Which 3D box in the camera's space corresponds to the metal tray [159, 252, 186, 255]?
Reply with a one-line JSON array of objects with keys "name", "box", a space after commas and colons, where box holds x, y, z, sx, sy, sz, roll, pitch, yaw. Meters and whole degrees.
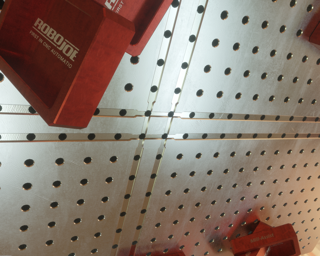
[{"name": "metal tray", "box": [-0.014, 0.281, 0.573, 0.131, 0.030, 0.089, 5, 116, -31]}]

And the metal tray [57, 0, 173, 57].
[{"name": "metal tray", "box": [-0.028, -0.147, 0.300, 0.090, 0.030, 0.129, 24, 105, -37]}]

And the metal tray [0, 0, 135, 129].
[{"name": "metal tray", "box": [-0.087, -0.070, 0.250, 0.030, 0.130, 0.090, 9, 115, -54]}]

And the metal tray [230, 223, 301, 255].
[{"name": "metal tray", "box": [0.224, 0.253, 0.656, 0.130, 0.030, 0.090, -20, 130, 10]}]

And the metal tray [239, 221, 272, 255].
[{"name": "metal tray", "box": [0.204, 0.277, 0.660, 0.130, 0.030, 0.090, -49, 132, -21]}]

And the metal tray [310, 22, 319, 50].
[{"name": "metal tray", "box": [0.293, -0.168, 0.462, 0.091, 0.030, 0.129, 17, 110, -35]}]
